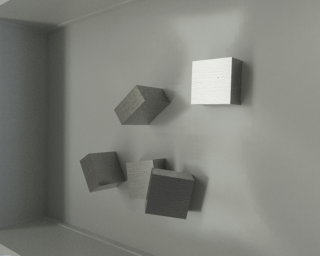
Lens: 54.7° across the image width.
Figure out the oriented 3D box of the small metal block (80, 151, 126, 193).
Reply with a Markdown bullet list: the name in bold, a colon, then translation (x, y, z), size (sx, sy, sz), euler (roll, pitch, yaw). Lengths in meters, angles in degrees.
- **small metal block**: translation (-0.085, 0.064, 0.461), size (0.025, 0.050, 0.050), euler (-36, 68, 34)

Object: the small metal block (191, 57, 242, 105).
- **small metal block**: translation (0.064, -0.052, 0.354), size (0.050, 0.025, 0.050), euler (3, 92, 40)

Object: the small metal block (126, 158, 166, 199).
- **small metal block**: translation (-0.017, 0.069, 0.421), size (0.050, 0.025, 0.050), euler (-11, 83, 39)

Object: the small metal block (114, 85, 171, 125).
- **small metal block**: translation (-0.023, -0.029, 0.410), size (0.050, 0.050, 0.025), euler (-43, 64, 31)

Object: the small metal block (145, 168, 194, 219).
- **small metal block**: translation (0.011, 0.080, 0.380), size (0.050, 0.025, 0.050), euler (10, 99, -5)
